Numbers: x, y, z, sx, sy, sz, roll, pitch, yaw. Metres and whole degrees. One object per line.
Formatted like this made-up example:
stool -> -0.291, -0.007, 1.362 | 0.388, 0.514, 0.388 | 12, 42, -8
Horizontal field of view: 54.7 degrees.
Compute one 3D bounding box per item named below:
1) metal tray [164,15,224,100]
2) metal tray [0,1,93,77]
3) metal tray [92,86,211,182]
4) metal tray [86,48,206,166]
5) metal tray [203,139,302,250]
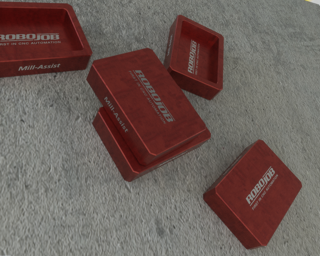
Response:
metal tray -> 0.056, -0.116, 0.501 | 0.091, 0.030, 0.130 | 20, 54, -16
metal tray -> -0.161, -0.111, 0.381 | 0.131, 0.030, 0.090 | -14, 69, -34
metal tray -> -0.007, 0.001, 0.396 | 0.131, 0.030, 0.090 | -22, 74, -36
metal tray -> -0.016, -0.031, 0.371 | 0.091, 0.030, 0.130 | -25, 75, -37
metal tray -> 0.129, 0.084, 0.418 | 0.090, 0.030, 0.131 | 49, 51, 6
